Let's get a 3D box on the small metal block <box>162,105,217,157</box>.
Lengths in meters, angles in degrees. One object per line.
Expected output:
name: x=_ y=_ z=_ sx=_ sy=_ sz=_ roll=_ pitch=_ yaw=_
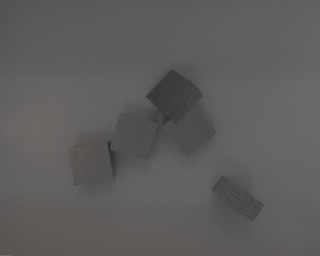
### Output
small metal block: x=0.038 y=0.002 z=0.412 sx=0.050 sy=0.025 sz=0.050 roll=-38 pitch=90 yaw=0

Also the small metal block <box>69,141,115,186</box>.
small metal block: x=-0.089 y=0.046 z=0.411 sx=0.050 sy=0.025 sz=0.050 roll=-8 pitch=90 yaw=0

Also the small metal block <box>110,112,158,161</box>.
small metal block: x=-0.034 y=0.011 z=0.411 sx=0.050 sy=0.025 sz=0.050 roll=17 pitch=90 yaw=0

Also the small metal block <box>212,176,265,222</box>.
small metal block: x=0.099 y=0.089 z=0.400 sx=0.050 sy=0.050 sz=0.025 roll=34 pitch=90 yaw=0

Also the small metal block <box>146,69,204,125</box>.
small metal block: x=0.018 y=-0.041 z=0.398 sx=0.050 sy=0.025 sz=0.050 roll=-47 pitch=48 yaw=0
